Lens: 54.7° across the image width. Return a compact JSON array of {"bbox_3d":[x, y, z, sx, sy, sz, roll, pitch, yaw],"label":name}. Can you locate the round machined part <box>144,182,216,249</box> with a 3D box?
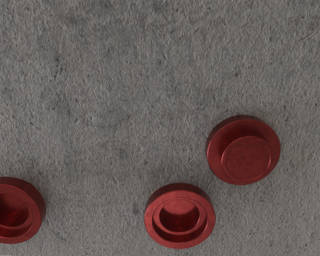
[{"bbox_3d":[0.028,0.121,0.445,0.099,0.042,0.097,0,110,0],"label":"round machined part"}]

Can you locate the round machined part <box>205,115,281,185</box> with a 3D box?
[{"bbox_3d":[0.112,0.035,0.414,0.099,0.042,0.097,0,110,0],"label":"round machined part"}]

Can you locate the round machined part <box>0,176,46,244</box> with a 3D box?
[{"bbox_3d":[-0.211,0.111,0.440,0.099,0.042,0.097,0,110,0],"label":"round machined part"}]
